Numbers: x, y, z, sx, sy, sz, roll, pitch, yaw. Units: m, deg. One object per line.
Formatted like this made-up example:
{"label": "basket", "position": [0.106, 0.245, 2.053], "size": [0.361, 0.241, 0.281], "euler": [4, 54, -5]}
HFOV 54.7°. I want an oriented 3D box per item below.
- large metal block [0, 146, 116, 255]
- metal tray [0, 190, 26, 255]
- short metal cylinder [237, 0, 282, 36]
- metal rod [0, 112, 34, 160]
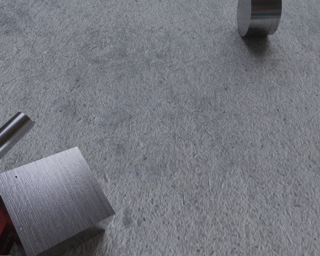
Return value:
{"label": "large metal block", "position": [-0.103, 0.075, 0.300], "size": [0.081, 0.050, 0.080], "euler": [-21, 66, -34]}
{"label": "metal tray", "position": [-0.197, 0.117, 0.299], "size": [0.090, 0.030, 0.130], "euler": [7, 50, 6]}
{"label": "short metal cylinder", "position": [0.170, -0.202, 0.538], "size": [0.050, 0.080, 0.080], "euler": [-3, 50, -2]}
{"label": "metal rod", "position": [-0.229, 0.092, 0.284], "size": [0.025, 0.025, 0.301], "euler": [22, 53, 17]}
